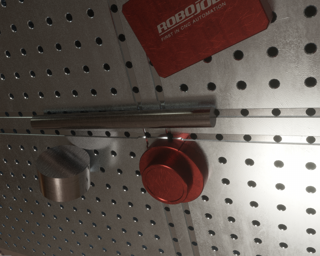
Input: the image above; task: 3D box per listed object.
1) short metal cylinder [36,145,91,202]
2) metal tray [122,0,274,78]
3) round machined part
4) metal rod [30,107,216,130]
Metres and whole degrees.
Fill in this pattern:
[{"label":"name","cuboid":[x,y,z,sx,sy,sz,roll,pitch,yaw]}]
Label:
[{"label":"short metal cylinder","cuboid":[-0.154,0.072,0.498,0.080,0.080,0.050,19,126,17]},{"label":"metal tray","cuboid":[0.035,-0.117,0.316,0.130,0.030,0.090,-20,108,35]},{"label":"round machined part","cuboid":[0.014,0.067,0.433,0.098,0.042,0.097,13,124,20]},{"label":"metal rod","cuboid":[-0.070,-0.011,0.439,0.300,0.025,0.025,-1,118,28]}]
